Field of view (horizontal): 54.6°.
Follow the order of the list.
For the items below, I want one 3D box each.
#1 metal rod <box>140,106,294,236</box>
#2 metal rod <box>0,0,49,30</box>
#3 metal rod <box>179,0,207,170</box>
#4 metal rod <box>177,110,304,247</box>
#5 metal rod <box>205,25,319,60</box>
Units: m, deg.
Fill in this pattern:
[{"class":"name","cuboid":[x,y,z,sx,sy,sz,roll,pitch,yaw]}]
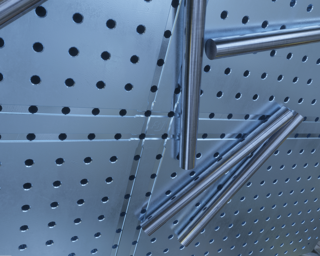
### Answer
[{"class":"metal rod","cuboid":[0.093,0.069,0.503,0.300,0.025,0.025,-39,129,-2]},{"class":"metal rod","cuboid":[-0.080,-0.143,0.278,0.301,0.025,0.025,-35,129,-6]},{"class":"metal rod","cuboid":[0.040,-0.072,0.387,0.025,0.025,0.298,-14,124,-21]},{"class":"metal rod","cuboid":[0.137,0.091,0.540,0.299,0.025,0.025,-50,129,7]},{"class":"metal rod","cuboid":[0.195,-0.128,0.431,0.302,0.025,0.025,-14,124,-23]}]
